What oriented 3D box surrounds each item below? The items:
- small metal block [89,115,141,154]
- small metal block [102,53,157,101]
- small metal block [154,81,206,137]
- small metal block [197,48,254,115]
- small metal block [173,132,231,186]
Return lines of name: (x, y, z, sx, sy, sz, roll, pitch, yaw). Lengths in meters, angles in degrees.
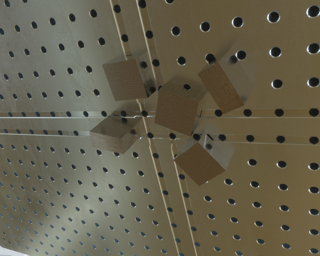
small metal block: (-0.061, 0.008, 0.433, 0.050, 0.050, 0.025, 11, 123, 22)
small metal block: (-0.038, -0.064, 0.393, 0.050, 0.025, 0.050, -3, 117, 29)
small metal block: (0.024, -0.024, 0.384, 0.050, 0.025, 0.050, 21, 126, 15)
small metal block: (0.071, -0.050, 0.327, 0.025, 0.050, 0.050, -26, 104, 37)
small metal block: (0.055, 0.042, 0.409, 0.050, 0.025, 0.050, 46, 129, -4)
